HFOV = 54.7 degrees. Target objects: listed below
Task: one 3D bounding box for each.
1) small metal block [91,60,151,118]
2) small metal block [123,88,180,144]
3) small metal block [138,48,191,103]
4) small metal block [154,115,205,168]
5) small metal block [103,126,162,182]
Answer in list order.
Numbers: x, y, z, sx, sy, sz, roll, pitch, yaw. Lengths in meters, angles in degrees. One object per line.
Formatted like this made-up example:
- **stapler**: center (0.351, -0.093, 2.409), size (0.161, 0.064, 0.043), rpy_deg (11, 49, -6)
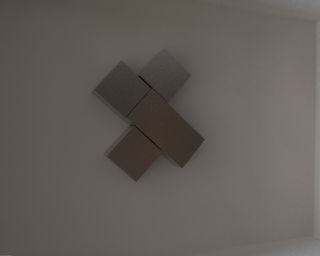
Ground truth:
- **small metal block**: center (-0.049, -0.048, 0.390), size (0.050, 0.025, 0.050), rpy_deg (43, 76, -15)
- **small metal block**: center (-0.012, -0.015, 0.403), size (0.050, 0.025, 0.050), rpy_deg (43, 76, -15)
- **small metal block**: center (0.004, -0.067, 0.409), size (0.050, 0.025, 0.050), rpy_deg (43, 75, -15)
- **small metal block**: center (0.023, 0.018, 0.416), size (0.050, 0.025, 0.050), rpy_deg (43, 76, -15)
- **small metal block**: center (-0.035, 0.032, 0.396), size (0.050, 0.025, 0.050), rpy_deg (45, 77, -15)
